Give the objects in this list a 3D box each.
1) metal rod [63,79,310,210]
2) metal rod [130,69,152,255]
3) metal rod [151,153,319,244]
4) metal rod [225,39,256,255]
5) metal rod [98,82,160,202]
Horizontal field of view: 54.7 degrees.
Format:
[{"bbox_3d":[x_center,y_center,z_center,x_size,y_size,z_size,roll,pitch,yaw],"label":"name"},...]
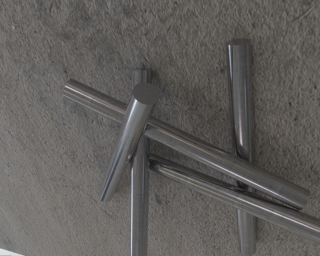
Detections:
[{"bbox_3d":[0.025,0.016,0.361,0.301,0.025,0.025,25,128,6],"label":"metal rod"},{"bbox_3d":[-0.027,0.072,0.417,0.025,0.025,0.298,9,108,23],"label":"metal rod"},{"bbox_3d":[0.069,0.076,0.389,0.300,0.025,0.025,19,126,27],"label":"metal rod"},{"bbox_3d":[0.102,0.044,0.379,0.025,0.025,0.298,4,121,26],"label":"metal rod"},{"bbox_3d":[-0.053,0.041,0.404,0.025,0.025,0.298,36,146,4],"label":"metal rod"}]
